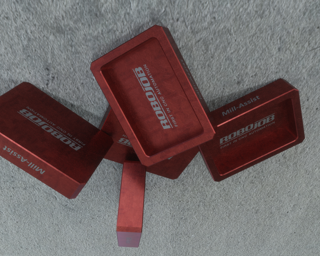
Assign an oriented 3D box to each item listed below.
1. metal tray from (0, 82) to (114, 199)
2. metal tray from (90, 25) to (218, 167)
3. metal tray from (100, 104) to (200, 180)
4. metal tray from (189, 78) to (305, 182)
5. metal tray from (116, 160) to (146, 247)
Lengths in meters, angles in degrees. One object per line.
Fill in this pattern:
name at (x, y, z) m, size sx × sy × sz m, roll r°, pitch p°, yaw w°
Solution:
metal tray at (-0.128, 0.010, 0.353) m, size 0.130 × 0.090 × 0.030 m, roll 35°, pitch 123°, yaw -6°
metal tray at (-0.006, -0.033, 0.339) m, size 0.090 × 0.030 × 0.130 m, roll -25°, pitch 97°, yaw 19°
metal tray at (-0.016, 0.016, 0.419) m, size 0.131 × 0.030 × 0.089 m, roll 20°, pitch 127°, yaw -17°
metal tray at (0.111, 0.006, 0.390) m, size 0.130 × 0.030 × 0.090 m, roll -26°, pitch 127°, yaw 2°
metal tray at (-0.040, 0.111, 0.434) m, size 0.030 × 0.090 × 0.129 m, roll 5°, pitch 151°, yaw -4°
